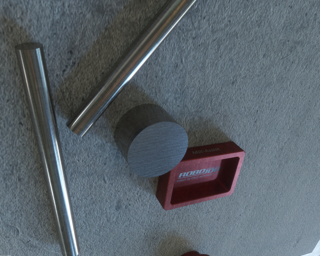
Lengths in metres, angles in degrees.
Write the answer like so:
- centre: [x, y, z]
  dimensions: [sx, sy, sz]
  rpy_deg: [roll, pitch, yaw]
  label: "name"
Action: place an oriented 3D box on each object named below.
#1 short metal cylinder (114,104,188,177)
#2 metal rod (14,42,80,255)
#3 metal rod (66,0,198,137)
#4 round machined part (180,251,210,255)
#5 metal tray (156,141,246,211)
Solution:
- centre: [-0.012, 0.016, 0.394]
  dimensions: [0.081, 0.050, 0.079]
  rpy_deg: [-14, 124, -21]
  label: "short metal cylinder"
- centre: [-0.126, 0.050, 0.369]
  dimensions: [0.025, 0.025, 0.298]
  rpy_deg: [-13, 124, -22]
  label: "metal rod"
- centre: [0.001, -0.110, 0.338]
  dimensions: [0.299, 0.025, 0.025]
  rpy_deg: [-49, 129, 6]
  label: "metal rod"
- centre: [0.060, 0.280, 0.602]
  dimensions: [0.099, 0.042, 0.097]
  rpy_deg: [-14, 124, -21]
  label: "round machined part"
- centre: [0.063, 0.073, 0.483]
  dimensions: [0.131, 0.030, 0.089]
  rpy_deg: [-6, 121, -25]
  label: "metal tray"
